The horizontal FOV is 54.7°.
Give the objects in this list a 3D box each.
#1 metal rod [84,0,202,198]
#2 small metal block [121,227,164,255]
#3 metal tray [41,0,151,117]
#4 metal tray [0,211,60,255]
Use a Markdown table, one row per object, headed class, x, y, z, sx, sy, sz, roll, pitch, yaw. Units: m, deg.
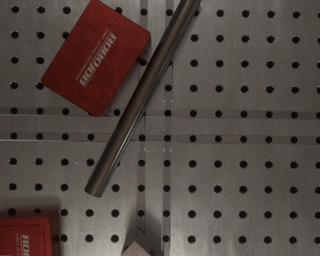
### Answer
| class | x | y | z | sx | sy | sz | roll | pitch | yaw |
| --- | --- | --- | --- | --- | --- | --- | --- | --- | --- |
| metal rod | -0.021 | -0.047 | 0.413 | 0.025 | 0.025 | 0.299 | 27 | 90 | -1 |
| small metal block | -0.021 | 0.163 | 0.401 | 0.050 | 0.050 | 0.025 | 43 | 90 | -1 |
| metal tray | -0.082 | -0.090 | 0.410 | 0.090 | 0.030 | 0.130 | 32 | 90 | -1 |
| metal tray | -0.181 | 0.179 | 0.408 | 0.091 | 0.030 | 0.129 | -3 | 90 | -1 |
